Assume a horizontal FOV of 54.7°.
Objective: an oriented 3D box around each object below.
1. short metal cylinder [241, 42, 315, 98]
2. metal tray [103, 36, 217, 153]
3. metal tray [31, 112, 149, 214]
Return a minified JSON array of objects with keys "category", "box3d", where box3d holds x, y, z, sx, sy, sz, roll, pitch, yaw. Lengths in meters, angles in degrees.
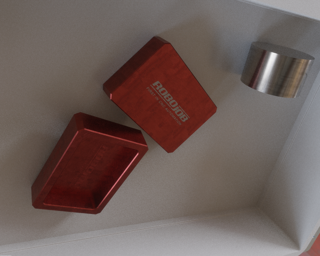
[{"category":"short metal cylinder","box3d":[0.154,-0.079,0.411,0.081,0.080,0.050,-3,120,-28]},{"category":"metal tray","box3d":[0.005,-0.036,0.387,0.090,0.030,0.130,-44,130,1]},{"category":"metal tray","box3d":[-0.086,0.049,0.374,0.091,0.030,0.129,18,120,-36]}]
